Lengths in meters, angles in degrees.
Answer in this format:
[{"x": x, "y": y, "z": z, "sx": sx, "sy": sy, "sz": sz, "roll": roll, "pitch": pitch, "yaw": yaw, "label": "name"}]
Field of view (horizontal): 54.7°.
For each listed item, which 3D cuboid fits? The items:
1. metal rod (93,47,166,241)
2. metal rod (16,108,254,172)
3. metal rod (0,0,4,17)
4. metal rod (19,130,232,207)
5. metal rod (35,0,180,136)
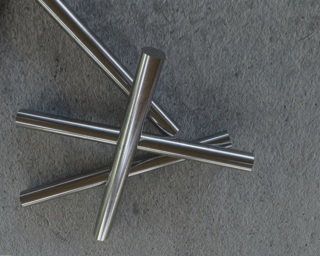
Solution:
[{"x": -0.047, "y": 0.043, "z": 0.386, "sx": 0.025, "sy": 0.025, "sz": 0.298, "roll": 15, "pitch": 124, "yaw": -6, "label": "metal rod"}, {"x": -0.033, "y": 0.015, "z": 0.397, "sx": 0.302, "sy": 0.025, "sz": 0.025, "roll": 11, "pitch": 110, "yaw": 2, "label": "metal rod"}, {"x": -0.240, "y": -0.042, "z": 0.391, "sx": 0.025, "sy": 0.025, "sz": 0.298, "roll": 22, "pitch": 109, "yaw": -8, "label": "metal rod"}, {"x": -0.051, "y": 0.058, "z": 0.430, "sx": 0.301, "sy": 0.025, "sz": 0.025, "roll": -17, "pitch": 109, "yaw": 6, "label": "metal rod"}, {"x": -0.082, "y": -0.099, "z": 0.372, "sx": 0.025, "sy": 0.025, "sz": 0.300, "roll": -40, "pitch": 106, "yaw": 13, "label": "metal rod"}]
